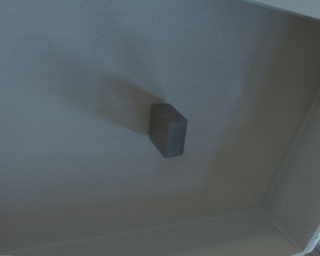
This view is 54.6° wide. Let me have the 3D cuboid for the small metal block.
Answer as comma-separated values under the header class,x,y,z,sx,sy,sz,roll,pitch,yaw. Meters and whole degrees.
class,x,y,z,sx,sy,sz,roll,pitch,yaw
small metal block,0.009,0.003,0.394,0.025,0.050,0.050,-9,122,-24
